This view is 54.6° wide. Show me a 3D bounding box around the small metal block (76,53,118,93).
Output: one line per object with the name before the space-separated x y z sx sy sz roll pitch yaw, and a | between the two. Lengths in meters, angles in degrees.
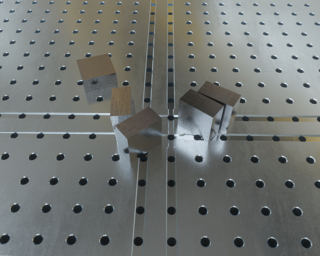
small metal block | -0.097 -0.086 0.479 0.050 0.025 0.050 -16 52 -13

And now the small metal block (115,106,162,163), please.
small metal block | -0.025 0.009 0.384 0.050 0.050 0.025 -32 57 -24

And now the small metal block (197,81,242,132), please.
small metal block | 0.076 -0.028 0.416 0.050 0.050 0.025 27 55 21

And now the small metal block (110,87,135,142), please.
small metal block | -0.047 -0.018 0.406 0.025 0.050 0.050 -4 50 1

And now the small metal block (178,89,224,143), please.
small metal block | 0.052 -0.016 0.405 0.050 0.050 0.025 32 57 24
